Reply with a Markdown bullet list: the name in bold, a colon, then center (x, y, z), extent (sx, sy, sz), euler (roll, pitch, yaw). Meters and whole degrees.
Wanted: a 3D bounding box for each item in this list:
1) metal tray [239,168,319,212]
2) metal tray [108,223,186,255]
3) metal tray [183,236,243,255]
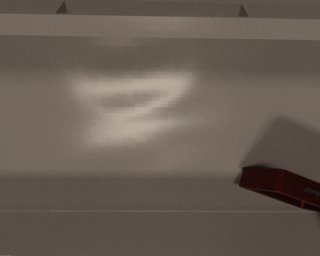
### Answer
- **metal tray**: center (0.195, 0.092, 0.452), extent (0.131, 0.030, 0.090), euler (21, 168, -16)
- **metal tray**: center (-0.022, 0.223, 0.575), extent (0.130, 0.030, 0.089), euler (4, 131, 16)
- **metal tray**: center (0.094, 0.259, 0.630), extent (0.131, 0.030, 0.089), euler (-1, 130, 0)
